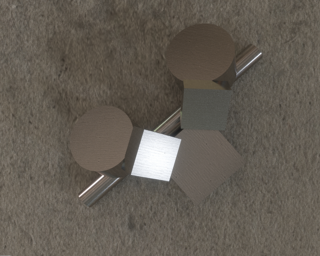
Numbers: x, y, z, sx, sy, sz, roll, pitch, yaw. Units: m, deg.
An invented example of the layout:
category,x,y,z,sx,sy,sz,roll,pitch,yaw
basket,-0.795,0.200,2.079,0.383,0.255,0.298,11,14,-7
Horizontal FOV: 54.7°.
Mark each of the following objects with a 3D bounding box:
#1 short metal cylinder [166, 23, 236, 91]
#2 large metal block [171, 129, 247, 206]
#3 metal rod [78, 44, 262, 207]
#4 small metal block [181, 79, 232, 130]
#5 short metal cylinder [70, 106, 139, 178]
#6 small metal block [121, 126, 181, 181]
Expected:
category,x,y,z,sx,sy,sz,roll,pitch,yaw
short metal cylinder,0.053,-0.081,0.384,0.080,0.050,0.080,-5,71,14
large metal block,0.048,0.037,0.398,0.080,0.050,0.080,-41,91,0
metal rod,0.014,-0.003,0.411,0.300,0.025,0.025,-41,91,-1
small metal block,0.050,-0.026,0.349,0.050,0.025,0.050,2,121,-1
short metal cylinder,-0.062,0.018,0.384,0.080,0.050,0.080,-5,71,14
small metal block,-0.010,0.029,0.349,0.050,0.025,0.050,16,90,-33
